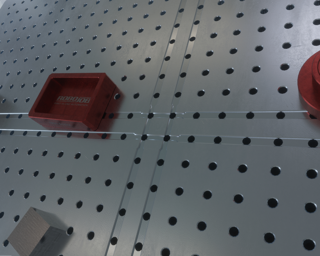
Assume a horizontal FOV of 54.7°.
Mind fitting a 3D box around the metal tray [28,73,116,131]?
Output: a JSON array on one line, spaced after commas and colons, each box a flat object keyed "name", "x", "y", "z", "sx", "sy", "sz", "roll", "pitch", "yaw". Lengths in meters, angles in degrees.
[{"name": "metal tray", "x": -0.145, "y": -0.046, "z": 0.509, "sx": 0.130, "sy": 0.030, "sz": 0.090, "roll": 5, "pitch": 64, "yaw": 30}]

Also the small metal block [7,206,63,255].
[{"name": "small metal block", "x": -0.165, "y": 0.141, "z": 0.408, "sx": 0.050, "sy": 0.025, "sz": 0.050, "roll": 25, "pitch": 75, "yaw": 36}]

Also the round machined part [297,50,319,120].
[{"name": "round machined part", "x": 0.199, "y": -0.054, "z": 0.326, "sx": 0.098, "sy": 0.042, "sz": 0.098, "roll": -13, "pitch": 56, "yaw": 21}]
